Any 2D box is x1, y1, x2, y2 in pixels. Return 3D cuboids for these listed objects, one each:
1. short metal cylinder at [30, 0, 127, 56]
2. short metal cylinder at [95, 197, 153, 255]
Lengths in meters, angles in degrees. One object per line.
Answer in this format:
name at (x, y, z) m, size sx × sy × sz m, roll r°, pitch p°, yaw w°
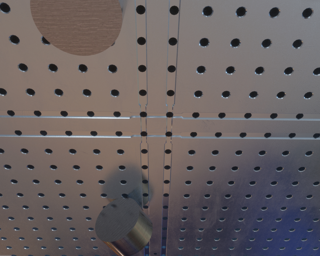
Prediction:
short metal cylinder at (-0.074, -0.117, 0.295) m, size 0.081 × 0.050 × 0.079 m, roll 0°, pitch 130°, yaw 0°
short metal cylinder at (-0.059, 0.163, 0.514) m, size 0.080 × 0.080 × 0.050 m, roll -19°, pitch 128°, yaw 15°
